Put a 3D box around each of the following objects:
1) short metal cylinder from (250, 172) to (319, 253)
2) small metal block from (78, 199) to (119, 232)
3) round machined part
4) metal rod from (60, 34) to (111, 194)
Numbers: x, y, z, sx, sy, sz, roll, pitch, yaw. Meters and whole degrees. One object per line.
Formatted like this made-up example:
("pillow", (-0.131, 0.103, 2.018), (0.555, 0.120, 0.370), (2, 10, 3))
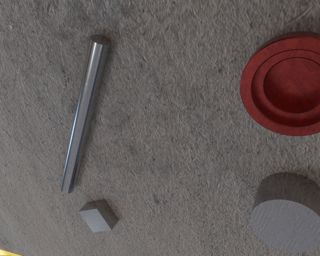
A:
("short metal cylinder", (0.154, 0.101, 0.372), (0.080, 0.050, 0.079), (13, 124, 20))
("small metal block", (-0.111, 0.160, 0.562), (0.050, 0.025, 0.050), (-18, 109, 35))
("round machined part", (0.131, -0.044, 0.299), (0.098, 0.042, 0.097), (13, 124, 20))
("metal rod", (-0.120, 0.000, 0.467), (0.025, 0.025, 0.298), (30, 128, 8))
